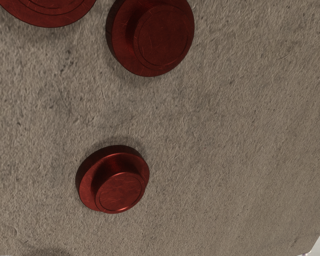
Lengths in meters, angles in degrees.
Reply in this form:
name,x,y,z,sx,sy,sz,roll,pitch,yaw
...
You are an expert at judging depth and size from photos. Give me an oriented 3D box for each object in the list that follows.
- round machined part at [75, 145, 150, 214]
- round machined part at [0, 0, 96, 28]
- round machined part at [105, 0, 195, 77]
name,x,y,z,sx,sy,sz,roll,pitch,yaw
round machined part,-0.058,0.075,0.411,0.099,0.042,0.097,-14,125,-21
round machined part,-0.096,-0.134,0.261,0.099,0.042,0.097,-14,125,-21
round machined part,-0.005,-0.100,0.332,0.099,0.042,0.097,-14,125,-21
